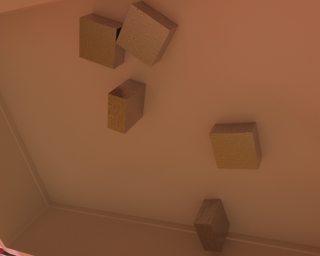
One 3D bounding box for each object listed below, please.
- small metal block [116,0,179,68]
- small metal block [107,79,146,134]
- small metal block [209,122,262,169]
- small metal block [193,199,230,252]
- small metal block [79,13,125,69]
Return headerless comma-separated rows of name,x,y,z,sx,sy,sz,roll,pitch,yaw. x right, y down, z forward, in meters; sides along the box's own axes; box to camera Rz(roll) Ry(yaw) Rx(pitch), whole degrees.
small metal block,-0.015,-0.106,0.350,0.050,0.025,0.050,36,129,4
small metal block,-0.042,-0.028,0.396,0.025,0.050,0.050,19,126,16
small metal block,0.092,0.022,0.373,0.050,0.025,0.050,-3,117,29
small metal block,0.074,0.136,0.437,0.025,0.050,0.050,-8,115,31
small metal block,-0.070,-0.106,0.378,0.050,0.025,0.050,22,127,15
